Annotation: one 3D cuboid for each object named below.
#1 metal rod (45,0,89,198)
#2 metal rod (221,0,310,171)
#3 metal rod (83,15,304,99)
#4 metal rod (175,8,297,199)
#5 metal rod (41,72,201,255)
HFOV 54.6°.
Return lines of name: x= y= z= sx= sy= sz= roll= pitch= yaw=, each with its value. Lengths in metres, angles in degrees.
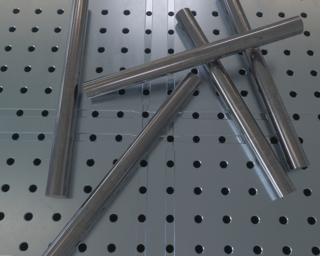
metal rod: x=-0.125 y=-0.056 z=0.431 sx=0.025 sy=0.025 sz=0.299 roll=1 pitch=70 yaw=0
metal rod: x=0.141 y=-0.085 z=0.443 sx=0.025 sy=0.025 sz=0.299 roll=-14 pitch=71 yaw=-5
metal rod: x=0.043 y=-0.095 z=0.423 sx=0.301 sy=0.025 sz=0.025 roll=-17 pitch=71 yaw=3
metal rod: x=0.096 y=-0.047 z=0.429 sx=0.025 sy=0.025 sz=0.299 roll=-23 pitch=72 yaw=-8
metal rod: x=-0.041 y=0.044 z=0.395 sx=0.025 sy=0.025 sz=0.300 roll=34 pitch=73 yaw=11
